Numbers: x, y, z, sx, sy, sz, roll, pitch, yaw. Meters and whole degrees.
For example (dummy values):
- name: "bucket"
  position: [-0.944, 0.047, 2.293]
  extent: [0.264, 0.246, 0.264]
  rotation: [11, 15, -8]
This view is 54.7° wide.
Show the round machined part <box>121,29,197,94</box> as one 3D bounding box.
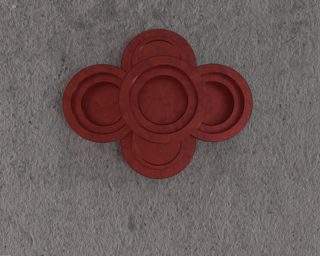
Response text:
- name: "round machined part"
  position: [-0.001, -0.081, 0.402]
  extent: [0.099, 0.042, 0.097]
  rotation: [0, 90, -1]

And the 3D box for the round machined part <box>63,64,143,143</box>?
- name: "round machined part"
  position: [-0.071, -0.030, 0.402]
  extent: [0.099, 0.042, 0.097]
  rotation: [0, 90, -1]

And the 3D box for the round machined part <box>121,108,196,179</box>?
- name: "round machined part"
  position: [-0.002, 0.018, 0.402]
  extent: [0.099, 0.042, 0.097]
  rotation: [0, 90, -1]

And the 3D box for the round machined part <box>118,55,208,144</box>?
- name: "round machined part"
  position: [0.003, -0.031, 0.360]
  extent: [0.099, 0.042, 0.097]
  rotation: [0, 90, -1]

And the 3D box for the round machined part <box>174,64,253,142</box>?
- name: "round machined part"
  position: [0.066, -0.031, 0.403]
  extent: [0.099, 0.042, 0.097]
  rotation: [0, 90, -1]
